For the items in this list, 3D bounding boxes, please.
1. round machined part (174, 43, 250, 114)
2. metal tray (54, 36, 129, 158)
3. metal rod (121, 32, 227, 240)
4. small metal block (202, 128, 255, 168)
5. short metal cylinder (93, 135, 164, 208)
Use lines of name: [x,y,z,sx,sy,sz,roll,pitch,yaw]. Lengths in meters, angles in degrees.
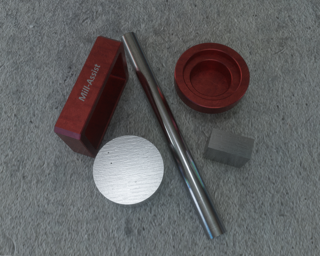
round machined part: [0.068,-0.064,0.424,0.099,0.042,0.098,0,70,-1]
metal tray: [-0.079,-0.036,0.387,0.030,0.090,0.130,17,71,6]
metal rod: [0.011,-0.003,0.411,0.025,0.025,0.299,-21,72,-8]
small metal block: [0.083,0.026,0.385,0.050,0.050,0.025,16,71,5]
short metal cylinder: [-0.036,0.054,0.375,0.081,0.050,0.080,0,70,0]
